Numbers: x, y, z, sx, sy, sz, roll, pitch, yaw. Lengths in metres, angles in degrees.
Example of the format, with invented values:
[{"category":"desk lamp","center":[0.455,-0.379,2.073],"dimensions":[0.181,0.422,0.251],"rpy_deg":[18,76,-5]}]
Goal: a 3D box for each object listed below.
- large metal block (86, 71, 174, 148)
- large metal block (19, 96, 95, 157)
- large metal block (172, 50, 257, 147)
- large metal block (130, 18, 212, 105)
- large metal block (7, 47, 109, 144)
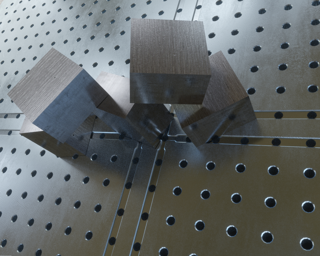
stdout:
[{"category":"large metal block","center":[-0.041,-0.024,0.407],"dimensions":[0.080,0.080,0.050],"rpy_deg":[20,73,35]},{"category":"large metal block","center":[-0.144,-0.011,0.452],"dimensions":[0.050,0.080,0.080],"rpy_deg":[-6,59,25]},{"category":"large metal block","center":[0.060,-0.035,0.382],"dimensions":[0.080,0.050,0.080],"rpy_deg":[-27,53,11]},{"category":"large metal block","center":[0.008,-0.074,0.344],"dimensions":[0.081,0.050,0.080],"rpy_deg":[1,58,-5]},{"category":"large metal block","center":[-0.124,-0.041,0.377],"dimensions":[0.080,0.050,0.080],"rpy_deg":[-49,51,-7]}]
